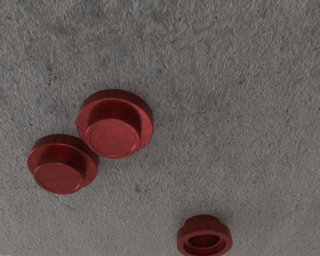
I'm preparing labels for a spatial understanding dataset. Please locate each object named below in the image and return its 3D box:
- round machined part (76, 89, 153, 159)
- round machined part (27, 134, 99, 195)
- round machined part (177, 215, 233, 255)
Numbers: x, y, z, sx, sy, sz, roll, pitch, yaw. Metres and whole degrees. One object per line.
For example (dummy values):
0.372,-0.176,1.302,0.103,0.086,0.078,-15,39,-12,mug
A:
-0.058,0.002,0.397,0.099,0.042,0.097,0,130,0,round machined part
-0.140,0.058,0.444,0.099,0.042,0.097,0,130,0,round machined part
0.079,0.194,0.562,0.099,0.042,0.097,0,130,0,round machined part
